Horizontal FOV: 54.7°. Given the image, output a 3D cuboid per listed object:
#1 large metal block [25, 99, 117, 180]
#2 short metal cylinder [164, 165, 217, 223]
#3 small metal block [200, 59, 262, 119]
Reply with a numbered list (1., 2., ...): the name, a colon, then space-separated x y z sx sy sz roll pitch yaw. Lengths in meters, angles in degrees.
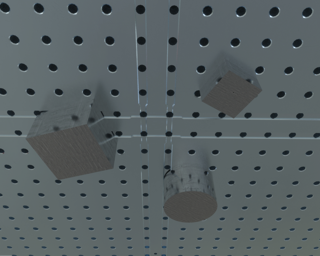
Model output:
1. large metal block: -0.111 0.017 0.409 0.080 0.050 0.080 -13 129 10
2. short metal cylinder: 0.046 0.104 0.484 0.081 0.050 0.079 0 130 0
3. small metal block: 0.084 -0.046 0.373 0.050 0.025 0.050 26 126 -21
